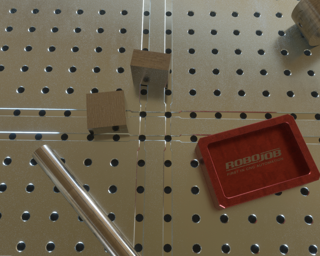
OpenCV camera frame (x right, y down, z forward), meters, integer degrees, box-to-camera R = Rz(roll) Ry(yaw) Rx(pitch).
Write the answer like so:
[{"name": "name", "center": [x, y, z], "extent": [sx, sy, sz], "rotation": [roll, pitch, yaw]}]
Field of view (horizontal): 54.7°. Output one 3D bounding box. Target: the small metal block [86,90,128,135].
[{"name": "small metal block", "center": [-0.071, -0.021, 0.419], "extent": [0.050, 0.025, 0.050], "rotation": [-6, 70, -3]}]

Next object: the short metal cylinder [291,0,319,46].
[{"name": "short metal cylinder", "center": [0.240, -0.164, 0.446], "extent": [0.080, 0.080, 0.050], "rotation": [-21, 72, -8]}]

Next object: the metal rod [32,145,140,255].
[{"name": "metal rod", "center": [-0.052, 0.135, 0.361], "extent": [0.025, 0.025, 0.300], "rotation": [-40, 75, -14]}]

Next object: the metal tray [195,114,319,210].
[{"name": "metal tray", "center": [0.121, 0.042, 0.395], "extent": [0.131, 0.030, 0.090], "rotation": [-15, 71, -6]}]

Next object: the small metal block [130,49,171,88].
[{"name": "small metal block", "center": [-0.012, -0.081, 0.428], "extent": [0.050, 0.050, 0.025], "rotation": [8, 70, 3]}]
